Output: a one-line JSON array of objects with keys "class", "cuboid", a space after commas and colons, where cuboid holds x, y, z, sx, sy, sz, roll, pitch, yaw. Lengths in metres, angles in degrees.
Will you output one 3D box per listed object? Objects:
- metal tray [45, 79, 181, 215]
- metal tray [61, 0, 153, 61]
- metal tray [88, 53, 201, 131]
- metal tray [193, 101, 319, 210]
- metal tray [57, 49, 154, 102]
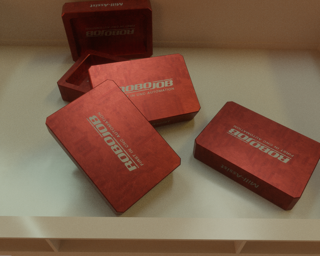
[{"class": "metal tray", "cuboid": [-0.052, 0.019, 0.349, 0.090, 0.030, 0.130, -38, 82, -21]}, {"class": "metal tray", "cuboid": [-0.078, -0.152, 0.489, 0.131, 0.089, 0.030, -6, 51, -5]}, {"class": "metal tray", "cuboid": [-0.022, -0.046, 0.413, 0.131, 0.030, 0.090, -12, 73, -16]}, {"class": "metal tray", "cuboid": [0.118, 0.028, 0.380, 0.130, 0.030, 0.090, 30, 56, 22]}, {"class": "metal tray", "cuboid": [-0.069, -0.065, 0.455, 0.130, 0.030, 0.090, 17, 52, 13]}]
